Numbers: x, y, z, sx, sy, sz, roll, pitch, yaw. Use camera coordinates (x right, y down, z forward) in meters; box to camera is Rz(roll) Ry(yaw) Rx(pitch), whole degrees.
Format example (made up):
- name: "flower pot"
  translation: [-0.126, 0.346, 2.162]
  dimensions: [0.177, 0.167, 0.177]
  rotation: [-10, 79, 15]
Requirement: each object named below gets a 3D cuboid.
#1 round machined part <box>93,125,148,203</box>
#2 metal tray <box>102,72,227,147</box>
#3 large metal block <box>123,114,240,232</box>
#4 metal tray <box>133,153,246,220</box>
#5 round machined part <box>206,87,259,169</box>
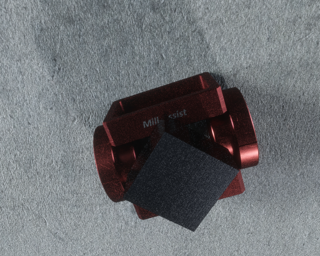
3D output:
- name: "round machined part"
  translation: [-0.044, 0.040, 0.386]
  dimensions: [0.042, 0.098, 0.097]
  rotation: [-15, 110, 5]
- name: "metal tray"
  translation: [0.004, -0.026, 0.368]
  dimensions: [0.131, 0.090, 0.030]
  rotation: [-17, 109, 6]
- name: "large metal block"
  translation: [0.019, 0.045, 0.316]
  dimensions: [0.080, 0.050, 0.080]
  rotation: [28, 107, -10]
- name: "metal tray"
  translation: [0.033, 0.064, 0.399]
  dimensions: [0.131, 0.090, 0.030]
  rotation: [-16, 110, 5]
- name: "round machined part"
  translation: [0.082, 0.003, 0.374]
  dimensions: [0.042, 0.098, 0.097]
  rotation: [-15, 110, 5]
